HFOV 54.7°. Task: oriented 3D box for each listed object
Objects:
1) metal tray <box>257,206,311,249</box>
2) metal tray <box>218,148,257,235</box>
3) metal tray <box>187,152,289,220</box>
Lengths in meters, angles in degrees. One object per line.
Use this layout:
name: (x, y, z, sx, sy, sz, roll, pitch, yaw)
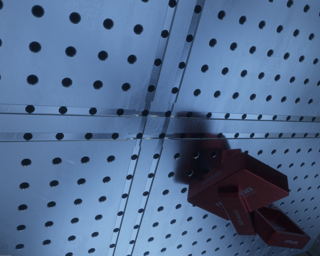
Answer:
metal tray: (0.228, 0.193, 0.616, 0.131, 0.090, 0.030, 21, 107, -36)
metal tray: (0.131, 0.107, 0.510, 0.030, 0.090, 0.130, -9, 134, 25)
metal tray: (0.114, 0.094, 0.472, 0.090, 0.030, 0.129, 28, 137, -17)
